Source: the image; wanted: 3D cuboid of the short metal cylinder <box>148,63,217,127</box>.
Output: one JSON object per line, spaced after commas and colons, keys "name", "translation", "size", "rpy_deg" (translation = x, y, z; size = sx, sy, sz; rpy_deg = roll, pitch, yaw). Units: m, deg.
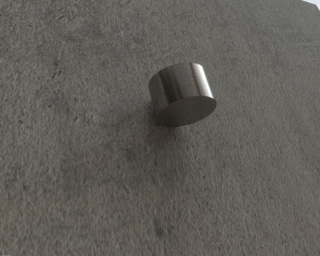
{"name": "short metal cylinder", "translation": [0.029, -0.042, 0.411], "size": [0.081, 0.080, 0.050], "rpy_deg": [-1, 62, -29]}
